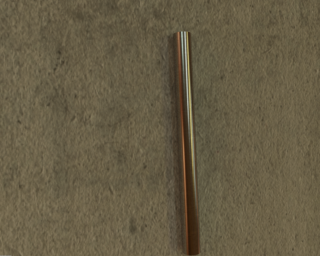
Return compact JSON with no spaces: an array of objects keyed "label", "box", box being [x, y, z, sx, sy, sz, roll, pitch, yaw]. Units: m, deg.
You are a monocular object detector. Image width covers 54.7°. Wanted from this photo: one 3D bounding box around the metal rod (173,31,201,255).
[{"label":"metal rod","box":[0.037,0.021,0.423,0.025,0.025,0.298,-3,91,-20]}]
